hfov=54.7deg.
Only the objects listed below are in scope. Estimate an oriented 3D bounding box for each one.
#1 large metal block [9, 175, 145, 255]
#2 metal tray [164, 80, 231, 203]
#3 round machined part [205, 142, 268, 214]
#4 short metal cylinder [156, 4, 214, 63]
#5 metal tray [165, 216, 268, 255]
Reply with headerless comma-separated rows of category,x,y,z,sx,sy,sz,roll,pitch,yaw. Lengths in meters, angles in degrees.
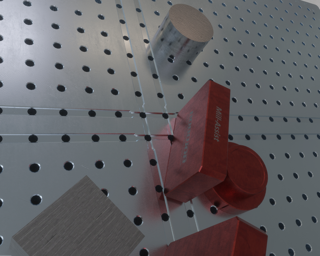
large metal block,-0.076,0.105,0.287,0.080,0.050,0.080,46,51,3
metal tray,0.046,0.016,0.381,0.030,0.090,0.130,23,53,-15
round machined part,0.104,0.062,0.416,0.099,0.042,0.098,14,56,-21
short metal cylinder,0.040,-0.155,0.508,0.081,0.050,0.080,14,56,-21
metal tray,0.035,0.140,0.275,0.030,0.129,0.090,31,52,-9
